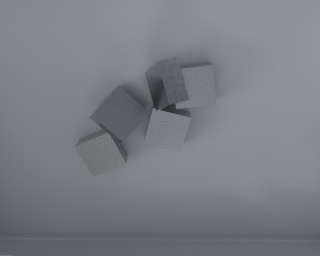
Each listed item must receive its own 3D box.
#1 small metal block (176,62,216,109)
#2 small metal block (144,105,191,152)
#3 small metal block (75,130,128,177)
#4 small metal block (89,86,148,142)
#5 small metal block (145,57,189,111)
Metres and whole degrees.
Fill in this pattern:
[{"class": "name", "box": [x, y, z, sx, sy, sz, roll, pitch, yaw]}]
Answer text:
[{"class": "small metal block", "box": [0.042, -0.054, 0.392, 0.050, 0.025, 0.050, -7, 110, 2]}, {"class": "small metal block", "box": [0.009, -0.001, 0.411, 0.050, 0.025, 0.050, 14, 110, -5]}, {"class": "small metal block", "box": [-0.079, 0.032, 0.422, 0.050, 0.025, 0.050, -23, 109, 8]}, {"class": "small metal block", "box": [-0.052, -0.017, 0.393, 0.050, 0.025, 0.050, 43, 73, -14]}, {"class": "small metal block", "box": [0.007, -0.050, 0.369, 0.025, 0.050, 0.050, -15, 89, -20]}]
